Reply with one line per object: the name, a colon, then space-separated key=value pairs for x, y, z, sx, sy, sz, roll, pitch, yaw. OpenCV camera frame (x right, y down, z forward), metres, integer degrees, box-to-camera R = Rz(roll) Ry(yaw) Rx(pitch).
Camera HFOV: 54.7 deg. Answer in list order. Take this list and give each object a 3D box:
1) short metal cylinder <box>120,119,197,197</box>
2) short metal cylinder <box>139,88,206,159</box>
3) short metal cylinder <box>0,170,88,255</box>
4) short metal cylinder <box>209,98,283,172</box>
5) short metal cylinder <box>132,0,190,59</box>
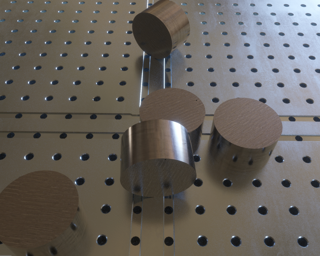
short metal cylinder: x=-0.003 y=0.035 z=0.342 sx=0.081 sy=0.080 sz=0.050 roll=-3 pitch=51 yaw=-3
short metal cylinder: x=0.015 y=-0.006 z=0.396 sx=0.081 sy=0.050 sz=0.080 roll=0 pitch=50 yaw=0
short metal cylinder: x=-0.119 y=0.090 z=0.314 sx=0.081 sy=0.050 sz=0.080 roll=0 pitch=50 yaw=0
short metal cylinder: x=0.104 y=0.008 z=0.386 sx=0.081 sy=0.050 sz=0.080 roll=0 pitch=50 yaw=0
short metal cylinder: x=0.002 y=-0.161 z=0.507 sx=0.080 sy=0.080 sz=0.050 roll=30 pitch=56 yaw=22
